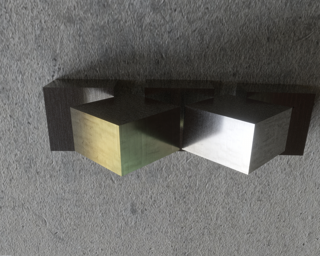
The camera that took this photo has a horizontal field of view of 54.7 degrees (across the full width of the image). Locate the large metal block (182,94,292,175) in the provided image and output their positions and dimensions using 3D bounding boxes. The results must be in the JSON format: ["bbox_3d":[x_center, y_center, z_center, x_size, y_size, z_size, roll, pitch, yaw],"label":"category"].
[{"bbox_3d":[0.082,0.001,0.332,0.080,0.081,0.050,19,116,40],"label":"large metal block"}]

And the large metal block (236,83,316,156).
[{"bbox_3d":[0.140,-0.012,0.395,0.081,0.050,0.079,1,110,-1],"label":"large metal block"}]

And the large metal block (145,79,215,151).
[{"bbox_3d":[0.022,-0.017,0.392,0.081,0.050,0.079,1,110,-1],"label":"large metal block"}]

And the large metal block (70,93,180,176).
[{"bbox_3d":[-0.036,0.001,0.328,0.081,0.080,0.050,-20,118,-42],"label":"large metal block"}]

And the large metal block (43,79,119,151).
[{"bbox_3d":[-0.094,-0.017,0.390,0.081,0.050,0.079,0,110,-1],"label":"large metal block"}]
